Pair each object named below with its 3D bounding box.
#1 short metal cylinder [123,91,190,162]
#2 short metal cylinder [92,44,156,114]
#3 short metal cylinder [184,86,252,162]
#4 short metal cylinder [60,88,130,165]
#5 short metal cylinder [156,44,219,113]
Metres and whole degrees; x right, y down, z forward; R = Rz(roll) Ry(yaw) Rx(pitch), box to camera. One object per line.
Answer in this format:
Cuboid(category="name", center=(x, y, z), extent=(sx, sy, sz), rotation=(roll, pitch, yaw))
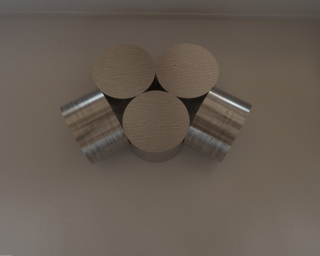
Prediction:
Cuboid(category="short metal cylinder", center=(-0.005, -0.001, 0.395), extent=(0.081, 0.050, 0.080), rotation=(0, 70, 0))
Cuboid(category="short metal cylinder", center=(-0.046, -0.065, 0.418), extent=(0.081, 0.050, 0.080), rotation=(0, 70, 0))
Cuboid(category="short metal cylinder", center=(0.070, -0.005, 0.381), extent=(0.050, 0.080, 0.080), rotation=(28, 73, 10))
Cuboid(category="short metal cylinder", center=(-0.079, -0.002, 0.379), extent=(0.050, 0.080, 0.080), rotation=(-29, 73, -10))
Cuboid(category="short metal cylinder", center=(0.035, -0.066, 0.419), extent=(0.081, 0.050, 0.080), rotation=(0, 70, 0))
